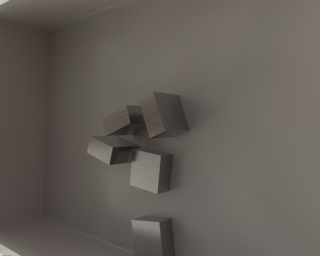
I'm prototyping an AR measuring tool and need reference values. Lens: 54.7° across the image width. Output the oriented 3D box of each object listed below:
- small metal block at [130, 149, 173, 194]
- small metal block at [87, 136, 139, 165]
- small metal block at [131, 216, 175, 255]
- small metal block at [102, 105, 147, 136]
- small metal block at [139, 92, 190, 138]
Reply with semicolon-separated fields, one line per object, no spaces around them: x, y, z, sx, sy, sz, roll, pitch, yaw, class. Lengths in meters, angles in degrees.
-0.012;0.056;0.417;0.050;0.025;0.050;9;96;39;small metal block
-0.067;0.031;0.446;0.050;0.050;0.025;21;103;38;small metal block
-0.009;0.147;0.415;0.050;0.025;0.050;-10;84;39;small metal block
-0.042;-0.010;0.425;0.050;0.050;0.025;-25;75;37;small metal block
0.006;-0.015;0.386;0.025;0.050;0.050;-27;73;37;small metal block
